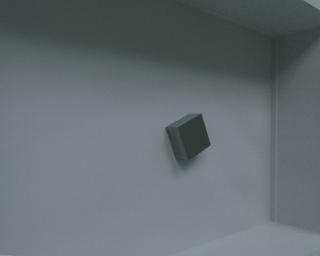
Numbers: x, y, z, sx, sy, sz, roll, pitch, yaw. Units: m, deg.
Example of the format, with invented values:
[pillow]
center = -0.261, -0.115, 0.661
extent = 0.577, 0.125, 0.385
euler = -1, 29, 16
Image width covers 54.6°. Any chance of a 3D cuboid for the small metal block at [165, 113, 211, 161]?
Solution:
[small metal block]
center = 0.041, 0.012, 0.439
extent = 0.050, 0.025, 0.050
euler = -30, 109, -36
